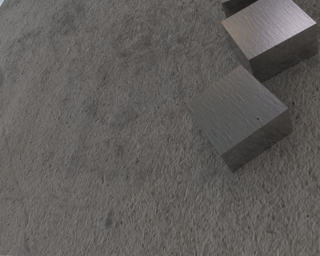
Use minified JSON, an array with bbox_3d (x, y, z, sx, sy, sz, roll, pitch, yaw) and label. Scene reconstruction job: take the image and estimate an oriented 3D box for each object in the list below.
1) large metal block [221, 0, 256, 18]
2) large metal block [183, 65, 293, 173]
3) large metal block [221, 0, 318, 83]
[{"bbox_3d":[0.131,-0.197,0.440,0.080,0.050,0.080,-11,57,22],"label":"large metal block"},{"bbox_3d":[0.087,-0.011,0.349,0.080,0.050,0.080,-36,51,4],"label":"large metal block"},{"bbox_3d":[0.135,-0.113,0.387,0.080,0.050,0.080,-28,52,10],"label":"large metal block"}]
